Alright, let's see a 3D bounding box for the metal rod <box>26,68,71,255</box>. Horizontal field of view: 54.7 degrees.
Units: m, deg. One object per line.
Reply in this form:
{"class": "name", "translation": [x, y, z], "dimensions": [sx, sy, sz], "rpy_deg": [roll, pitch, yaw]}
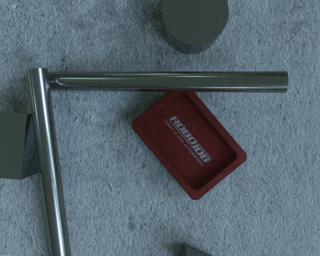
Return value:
{"class": "metal rod", "translation": [-0.137, 0.076, 0.395], "dimensions": [0.025, 0.025, 0.298], "rpy_deg": [-5, 95, 0]}

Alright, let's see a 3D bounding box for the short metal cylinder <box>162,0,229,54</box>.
{"class": "short metal cylinder", "translation": [0.043, -0.140, 0.398], "dimensions": [0.081, 0.050, 0.079], "rpy_deg": [0, 90, -1]}

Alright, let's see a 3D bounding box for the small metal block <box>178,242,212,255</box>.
{"class": "small metal block", "translation": [0.050, 0.179, 0.398], "dimensions": [0.050, 0.050, 0.025], "rpy_deg": [26, 90, -1]}

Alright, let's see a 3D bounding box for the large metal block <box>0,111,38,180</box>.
{"class": "large metal block", "translation": [-0.203, 0.019, 0.395], "dimensions": [0.081, 0.050, 0.079], "rpy_deg": [5, 90, -1]}

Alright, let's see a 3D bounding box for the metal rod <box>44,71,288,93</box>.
{"class": "metal rod", "translation": [-0.003, -0.058, 0.384], "dimensions": [0.301, 0.025, 0.025], "rpy_deg": [2, 90, 10]}

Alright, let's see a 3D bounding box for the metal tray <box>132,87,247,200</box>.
{"class": "metal tray", "translation": [0.037, 0.017, 0.407], "dimensions": [0.090, 0.030, 0.130], "rpy_deg": [-40, 91, -1]}
